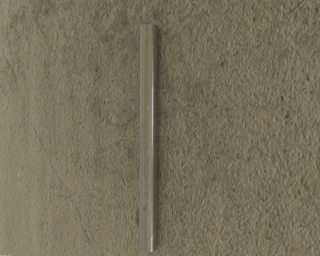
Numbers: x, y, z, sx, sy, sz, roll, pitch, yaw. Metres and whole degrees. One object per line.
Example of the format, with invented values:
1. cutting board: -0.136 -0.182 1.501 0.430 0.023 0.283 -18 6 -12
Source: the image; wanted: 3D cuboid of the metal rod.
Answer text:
1. metal rod: -0.015 0.013 0.417 0.025 0.025 0.298 0 90 39
